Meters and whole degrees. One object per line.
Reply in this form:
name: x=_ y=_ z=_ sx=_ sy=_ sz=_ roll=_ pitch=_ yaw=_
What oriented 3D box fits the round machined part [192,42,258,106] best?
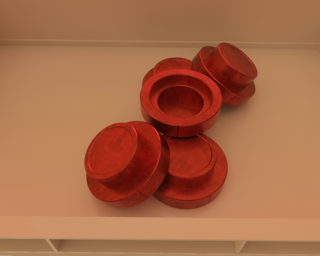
round machined part: x=0.097 y=-0.081 z=0.434 sx=0.099 sy=0.042 sz=0.098 roll=22 pitch=43 yaw=-22

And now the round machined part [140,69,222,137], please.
round machined part: x=0.025 y=-0.026 z=0.386 sx=0.099 sy=0.042 sz=0.098 roll=0 pitch=50 yaw=0

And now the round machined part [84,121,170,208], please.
round machined part: x=-0.042 y=0.033 z=0.336 sx=0.098 sy=0.042 sz=0.098 roll=-18 pitch=50 yaw=23

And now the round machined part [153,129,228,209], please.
round machined part: x=0.030 y=0.040 z=0.359 sx=0.099 sy=0.042 sz=0.098 roll=0 pitch=50 yaw=0

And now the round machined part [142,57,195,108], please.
round machined part: x=0.024 y=-0.065 z=0.446 sx=0.099 sy=0.042 sz=0.098 roll=0 pitch=50 yaw=0
